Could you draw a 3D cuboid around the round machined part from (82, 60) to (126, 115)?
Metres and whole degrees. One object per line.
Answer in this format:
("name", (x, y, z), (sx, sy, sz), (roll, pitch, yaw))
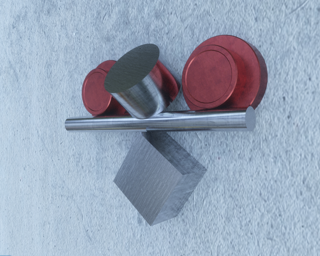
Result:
("round machined part", (-0.079, -0.052, 0.459), (0.098, 0.042, 0.097), (0, 90, 40))

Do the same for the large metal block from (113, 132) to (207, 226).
("large metal block", (-0.002, 0.060, 0.389), (0.080, 0.050, 0.080), (43, 116, 31))

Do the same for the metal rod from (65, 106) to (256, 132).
("metal rod", (-0.026, -0.007, 0.400), (0.300, 0.025, 0.025), (-1, 90, 40))

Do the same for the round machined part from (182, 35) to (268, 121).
("round machined part", (0.063, -0.054, 0.343), (0.098, 0.042, 0.097), (0, 90, 40))

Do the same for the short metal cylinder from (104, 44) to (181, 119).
("short metal cylinder", (-0.021, -0.058, 0.384), (0.080, 0.050, 0.080), (-23, 42, 23))
